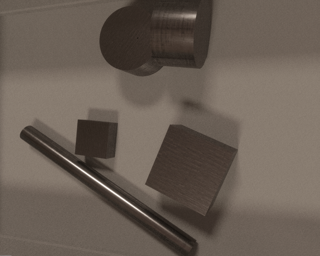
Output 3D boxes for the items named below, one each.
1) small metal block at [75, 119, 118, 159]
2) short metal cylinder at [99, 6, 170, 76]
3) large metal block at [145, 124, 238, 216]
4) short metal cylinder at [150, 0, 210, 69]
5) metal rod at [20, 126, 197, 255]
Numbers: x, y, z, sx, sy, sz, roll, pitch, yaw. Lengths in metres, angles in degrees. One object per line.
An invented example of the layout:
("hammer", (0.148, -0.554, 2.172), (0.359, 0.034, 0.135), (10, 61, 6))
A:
("small metal block", (-0.091, 0.015, 0.441), (0.050, 0.025, 0.050), (6, 92, 19))
("short metal cylinder", (-0.031, -0.111, 0.407), (0.080, 0.050, 0.079), (0, 90, 19))
("large metal block", (0.040, 0.048, 0.383), (0.080, 0.050, 0.080), (25, 98, 18))
("short metal cylinder", (0.027, -0.113, 0.371), (0.050, 0.080, 0.079), (8, 93, 19))
("metal rod", (-0.083, 0.081, 0.438), (0.301, 0.025, 0.025), (31, 100, 17))
